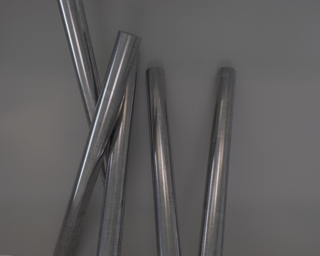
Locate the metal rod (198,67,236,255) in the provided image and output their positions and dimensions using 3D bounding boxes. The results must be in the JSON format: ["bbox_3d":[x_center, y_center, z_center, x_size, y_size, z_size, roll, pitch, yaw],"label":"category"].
[{"bbox_3d":[0.064,0.059,0.350,0.025,0.025,0.299,11,65,0],"label":"metal rod"}]

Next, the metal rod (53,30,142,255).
[{"bbox_3d":[-0.080,0.036,0.364,0.025,0.025,0.298,20,109,0],"label":"metal rod"}]

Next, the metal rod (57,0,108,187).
[{"bbox_3d":[-0.082,-0.060,0.349,0.025,0.025,0.298,-8,115,0],"label":"metal rod"}]

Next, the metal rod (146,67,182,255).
[{"bbox_3d":[0.004,0.060,0.349,0.025,0.025,0.299,-5,64,0],"label":"metal rod"}]

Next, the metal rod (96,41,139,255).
[{"bbox_3d":[-0.048,0.031,0.360,0.025,0.025,0.299,3,69,0],"label":"metal rod"}]
